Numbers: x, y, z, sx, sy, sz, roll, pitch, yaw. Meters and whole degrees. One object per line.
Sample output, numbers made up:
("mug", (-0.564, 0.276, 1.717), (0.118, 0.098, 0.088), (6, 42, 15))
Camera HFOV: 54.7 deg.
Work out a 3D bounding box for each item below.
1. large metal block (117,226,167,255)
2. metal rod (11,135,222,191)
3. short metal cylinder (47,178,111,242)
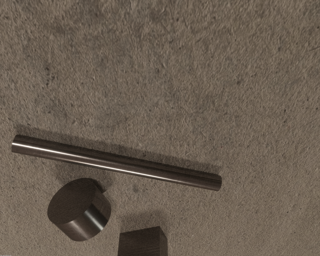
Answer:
("large metal block", (-0.031, 0.237, 0.572), (0.080, 0.080, 0.050), (-14, 129, 11))
("metal rod", (-0.054, 0.054, 0.451), (0.302, 0.025, 0.025), (13, 129, -11))
("short metal cylinder", (-0.123, 0.125, 0.475), (0.080, 0.080, 0.050), (-17, 128, 13))
